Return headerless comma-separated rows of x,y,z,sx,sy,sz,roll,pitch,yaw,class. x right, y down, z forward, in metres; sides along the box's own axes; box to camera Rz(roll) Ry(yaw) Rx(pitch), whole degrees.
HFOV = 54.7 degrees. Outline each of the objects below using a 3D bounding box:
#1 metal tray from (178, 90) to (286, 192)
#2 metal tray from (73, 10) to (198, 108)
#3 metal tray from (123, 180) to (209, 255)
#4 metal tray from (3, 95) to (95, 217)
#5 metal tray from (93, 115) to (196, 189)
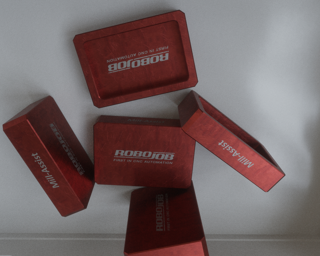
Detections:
0.083,0.013,0.380,0.130,0.090,0.030,36,107,-13,metal tray
-0.027,-0.083,0.376,0.131,0.030,0.089,-13,110,4,metal tray
0.006,0.118,0.396,0.090,0.130,0.030,-12,110,3,metal tray
-0.128,0.032,0.384,0.030,0.090,0.129,-24,109,7,metal tray
-0.021,0.033,0.417,0.131,0.030,0.089,3,110,-2,metal tray
